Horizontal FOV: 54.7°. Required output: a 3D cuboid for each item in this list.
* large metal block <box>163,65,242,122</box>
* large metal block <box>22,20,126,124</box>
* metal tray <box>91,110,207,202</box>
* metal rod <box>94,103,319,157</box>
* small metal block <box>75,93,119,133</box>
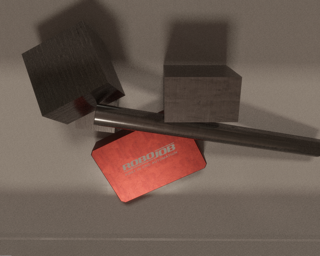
[{"bbox_3d":[0.045,-0.043,0.367,0.081,0.080,0.050,0,110,-1],"label":"large metal block"},{"bbox_3d":[-0.098,-0.061,0.355,0.080,0.050,0.080,-26,75,8],"label":"large metal block"},{"bbox_3d":[-0.014,0.036,0.422,0.130,0.030,0.090,-25,109,8],"label":"metal tray"},{"bbox_3d":[0.071,0.006,0.388,0.302,0.025,0.025,9,110,-14],"label":"metal rod"},{"bbox_3d":[-0.081,-0.024,0.401,0.050,0.025,0.050,7,110,-3],"label":"small metal block"}]
